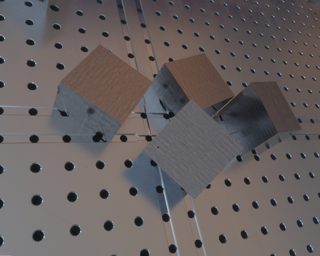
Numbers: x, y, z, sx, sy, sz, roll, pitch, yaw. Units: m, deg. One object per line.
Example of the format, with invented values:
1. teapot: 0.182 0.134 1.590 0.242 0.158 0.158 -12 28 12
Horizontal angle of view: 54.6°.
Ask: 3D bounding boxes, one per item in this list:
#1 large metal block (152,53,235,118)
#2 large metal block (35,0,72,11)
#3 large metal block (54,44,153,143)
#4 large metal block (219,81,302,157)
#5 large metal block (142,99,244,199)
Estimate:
1. large metal block: 0.047 -0.055 0.450 0.081 0.050 0.080 -23 74 -36
2. large metal block: -0.160 -0.225 0.424 0.080 0.080 0.050 42 51 1
3. large metal block: -0.068 -0.042 0.381 0.080 0.050 0.080 35 51 -5
4. large metal block: 0.144 -0.012 0.457 0.050 0.080 0.080 -6 65 -31
5. large metal block: 0.038 0.024 0.372 0.080 0.050 0.080 43 89 2
